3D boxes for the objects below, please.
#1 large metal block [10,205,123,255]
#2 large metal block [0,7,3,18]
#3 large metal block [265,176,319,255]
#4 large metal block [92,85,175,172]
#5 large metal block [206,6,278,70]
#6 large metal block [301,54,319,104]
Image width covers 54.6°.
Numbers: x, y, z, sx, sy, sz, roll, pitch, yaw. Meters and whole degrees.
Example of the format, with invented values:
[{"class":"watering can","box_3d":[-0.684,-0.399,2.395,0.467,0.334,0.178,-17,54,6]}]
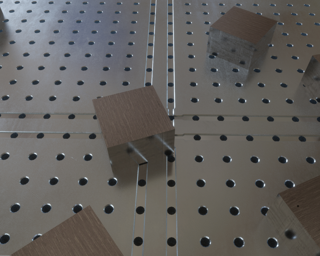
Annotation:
[{"class":"large metal block","box_3d":[-0.075,0.133,0.280,0.080,0.050,0.080,-30,56,-23]},{"class":"large metal block","box_3d":[-0.350,-0.212,0.568,0.080,0.050,0.080,-3,50,-2]},{"class":"large metal block","box_3d":[0.170,0.096,0.312,0.081,0.050,0.080,-18,52,-15]},{"class":"large metal block","box_3d":[-0.034,-0.001,0.393,0.081,0.050,0.080,-15,52,-13]},{"class":"large metal block","box_3d":[0.136,-0.153,0.521,0.080,0.050,0.080,30,56,23]},{"class":"large metal block","box_3d":[0.270,-0.068,0.450,0.081,0.050,0.080,-11,51,-10]}]
